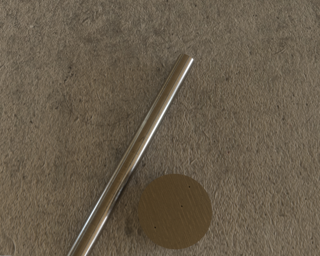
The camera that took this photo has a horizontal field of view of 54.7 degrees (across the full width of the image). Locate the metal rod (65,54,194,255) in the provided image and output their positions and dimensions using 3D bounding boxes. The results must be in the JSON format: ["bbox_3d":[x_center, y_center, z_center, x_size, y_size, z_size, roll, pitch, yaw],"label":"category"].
[{"bbox_3d":[-0.030,0.027,0.397,0.025,0.025,0.300,26,72,8],"label":"metal rod"}]

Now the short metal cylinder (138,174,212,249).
[{"bbox_3d":[0.016,0.097,0.359,0.081,0.050,0.080,0,70,0],"label":"short metal cylinder"}]
